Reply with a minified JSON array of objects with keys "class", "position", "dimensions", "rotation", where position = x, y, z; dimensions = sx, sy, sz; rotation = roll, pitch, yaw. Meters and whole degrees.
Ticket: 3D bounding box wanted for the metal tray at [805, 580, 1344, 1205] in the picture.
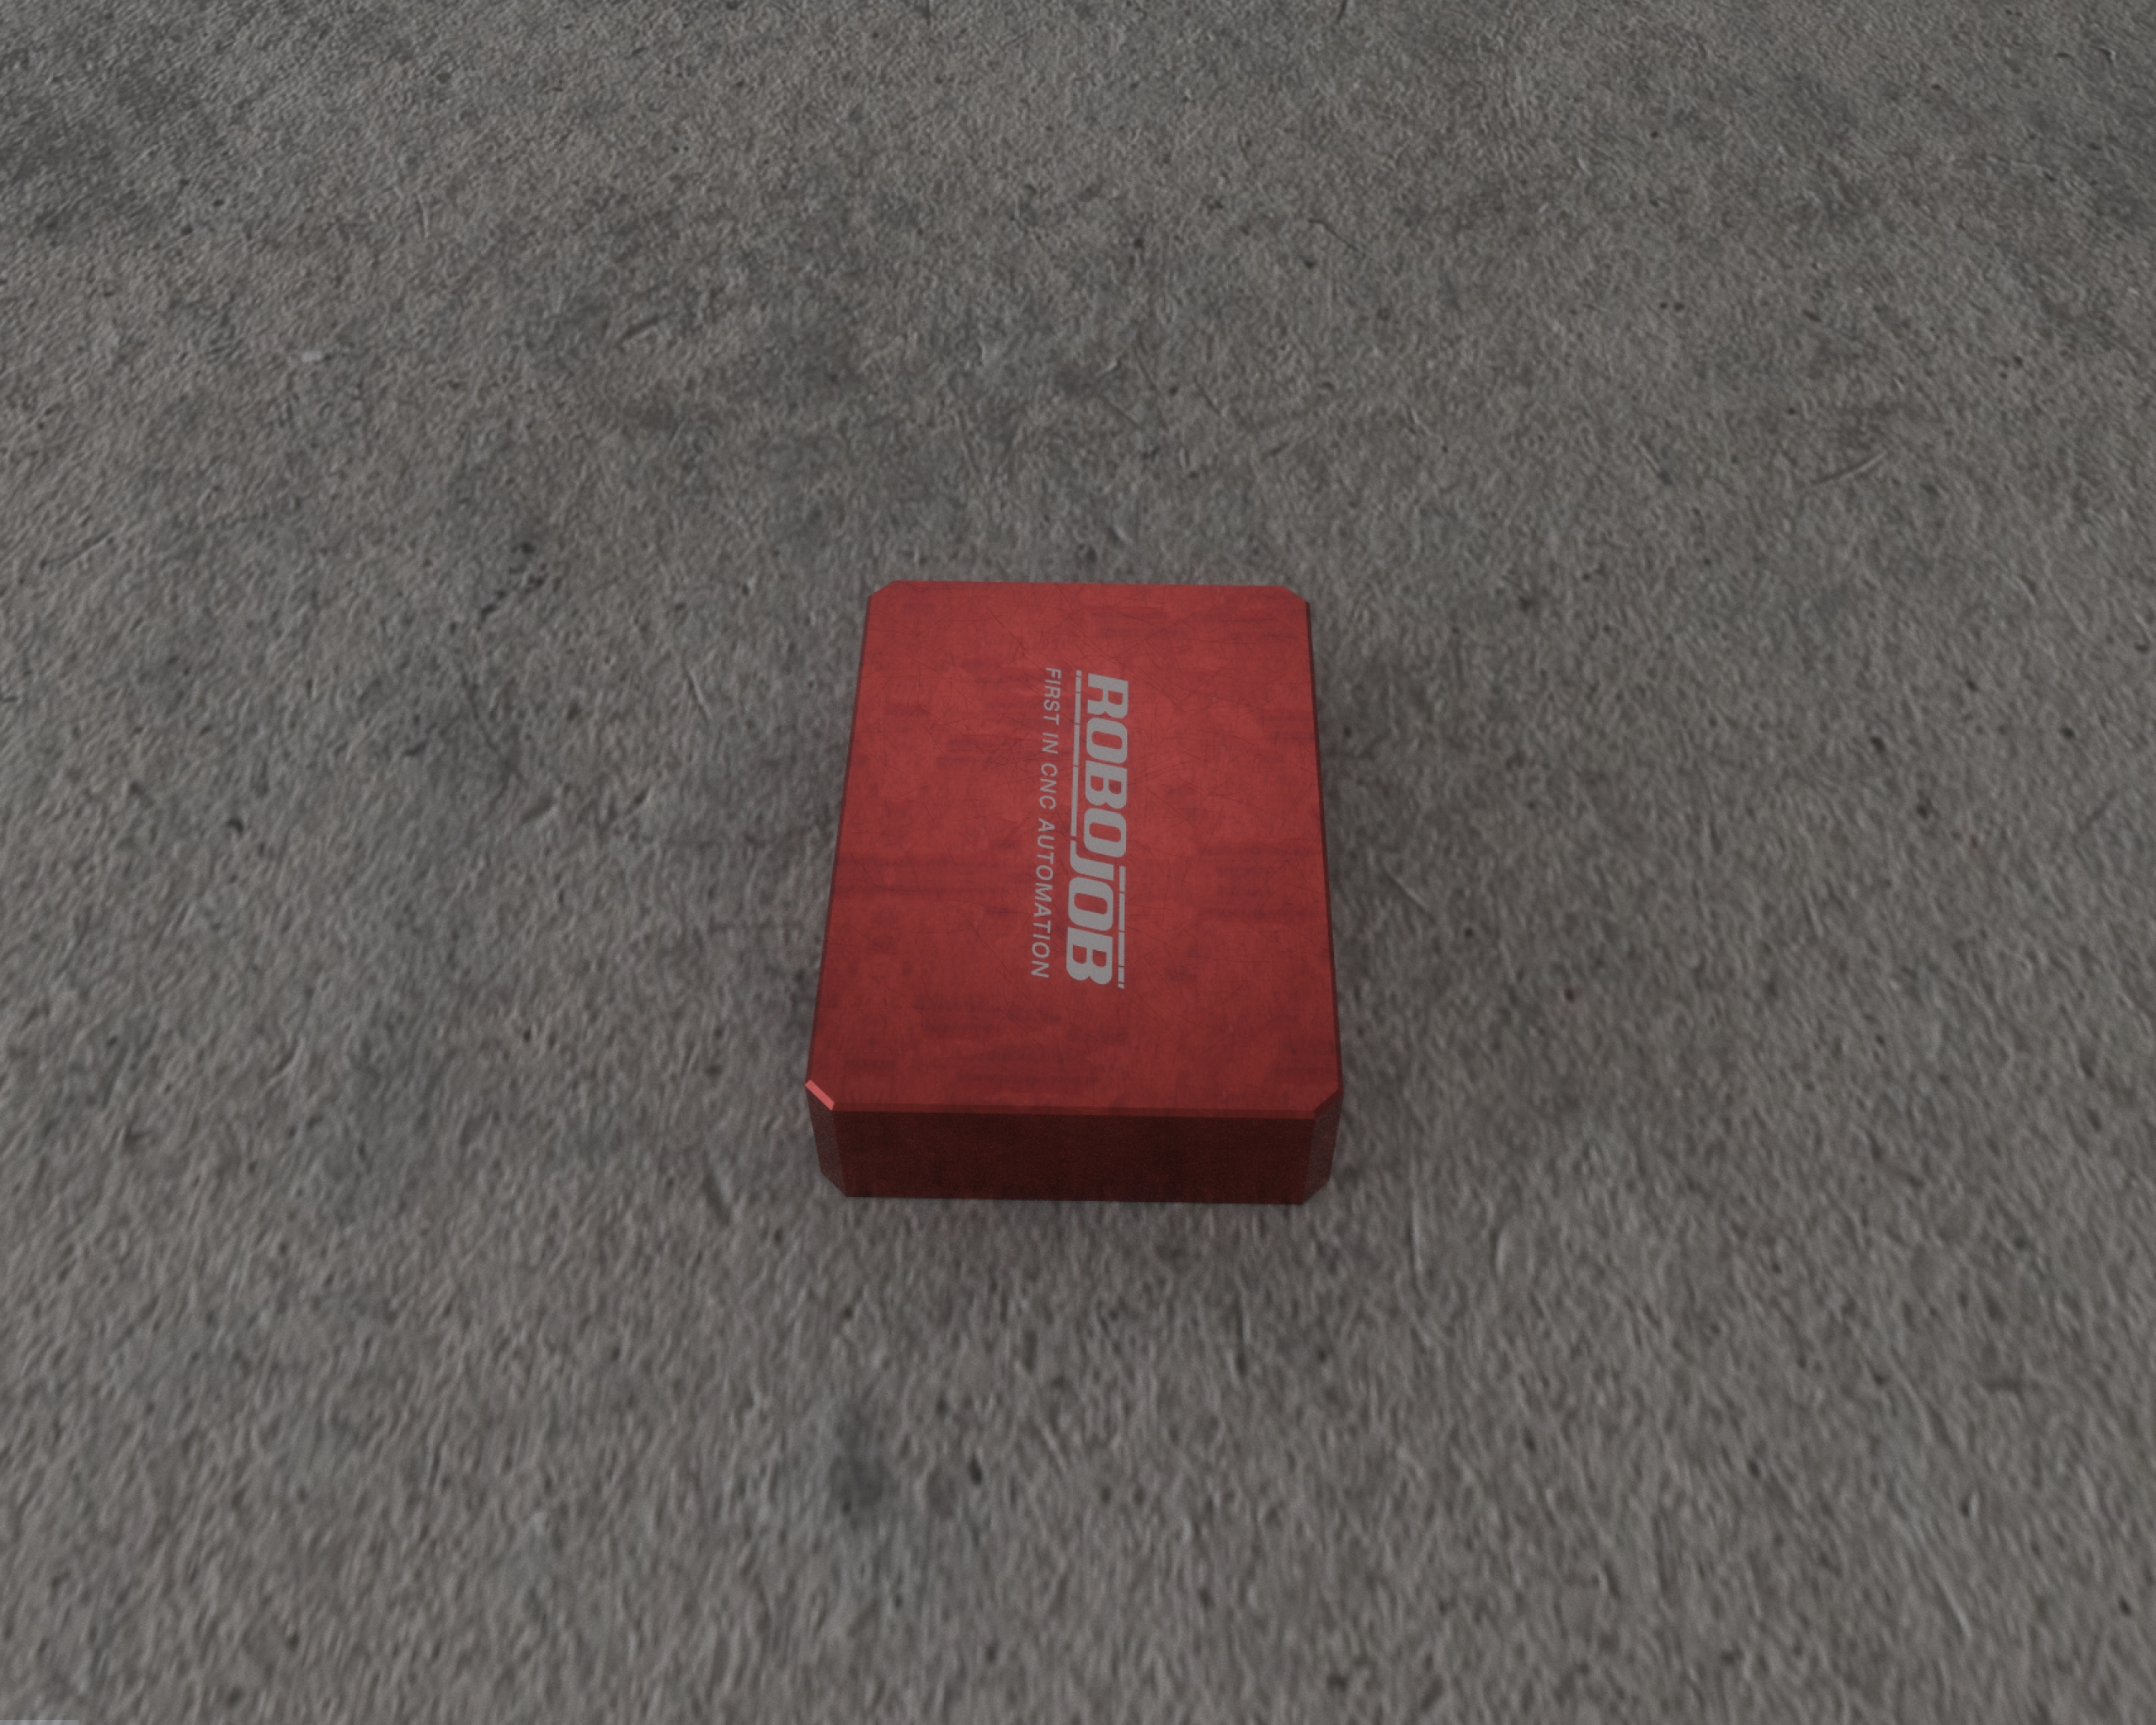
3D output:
[{"class":"metal tray","position":[0.001,0.001,0.399],"dimensions":[0.090,0.030,0.130],"rotation":[1,50,1]}]
